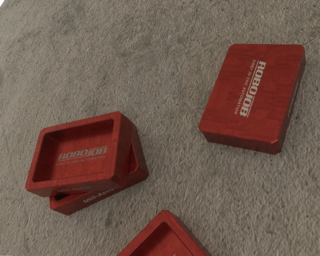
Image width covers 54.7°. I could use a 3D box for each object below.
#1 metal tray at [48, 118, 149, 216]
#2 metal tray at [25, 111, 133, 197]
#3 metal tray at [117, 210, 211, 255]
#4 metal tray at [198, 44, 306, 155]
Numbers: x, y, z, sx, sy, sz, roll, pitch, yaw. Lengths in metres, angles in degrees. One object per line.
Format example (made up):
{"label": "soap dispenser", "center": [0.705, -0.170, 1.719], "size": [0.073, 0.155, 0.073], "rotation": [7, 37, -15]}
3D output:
{"label": "metal tray", "center": [-0.087, 0.050, 0.415], "size": [0.130, 0.030, 0.090], "rotation": [-26, 52, 11]}
{"label": "metal tray", "center": [-0.102, 0.035, 0.393], "size": [0.130, 0.030, 0.090], "rotation": [-11, 57, 22]}
{"label": "metal tray", "center": [-0.009, 0.159, 0.307], "size": [0.130, 0.030, 0.090], "rotation": [-45, 51, -3]}
{"label": "metal tray", "center": [0.110, -0.040, 0.367], "size": [0.090, 0.030, 0.130], "rotation": [11, 67, 32]}
